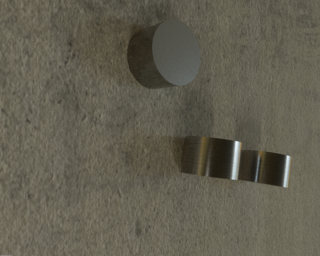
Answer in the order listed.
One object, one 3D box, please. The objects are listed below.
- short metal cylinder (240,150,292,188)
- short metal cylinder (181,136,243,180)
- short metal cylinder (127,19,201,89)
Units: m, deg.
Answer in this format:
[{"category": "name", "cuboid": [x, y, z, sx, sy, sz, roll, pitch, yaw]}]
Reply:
[{"category": "short metal cylinder", "cuboid": [0.176, 0.069, 0.520, 0.081, 0.080, 0.050, 16, 80, -39]}, {"category": "short metal cylinder", "cuboid": [0.072, 0.042, 0.432, 0.081, 0.080, 0.050, 12, 82, -40]}, {"category": "short metal cylinder", "cuboid": [0.006, -0.092, 0.395, 0.081, 0.050, 0.079, 0, 90, -40]}]
